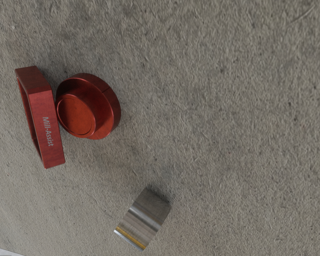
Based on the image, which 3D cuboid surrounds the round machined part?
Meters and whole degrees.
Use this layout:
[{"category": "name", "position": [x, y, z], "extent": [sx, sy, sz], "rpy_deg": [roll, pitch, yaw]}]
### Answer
[{"category": "round machined part", "position": [-0.108, -0.025, 0.438], "extent": [0.098, 0.042, 0.097], "rpy_deg": [13, 124, 21]}]

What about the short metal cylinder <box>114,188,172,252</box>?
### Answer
[{"category": "short metal cylinder", "position": [-0.025, 0.138, 0.470], "extent": [0.050, 0.080, 0.079], "rpy_deg": [35, 129, 5]}]

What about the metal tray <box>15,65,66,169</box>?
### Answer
[{"category": "metal tray", "position": [-0.176, -0.016, 0.457], "extent": [0.090, 0.030, 0.129], "rpy_deg": [42, 140, 46]}]
